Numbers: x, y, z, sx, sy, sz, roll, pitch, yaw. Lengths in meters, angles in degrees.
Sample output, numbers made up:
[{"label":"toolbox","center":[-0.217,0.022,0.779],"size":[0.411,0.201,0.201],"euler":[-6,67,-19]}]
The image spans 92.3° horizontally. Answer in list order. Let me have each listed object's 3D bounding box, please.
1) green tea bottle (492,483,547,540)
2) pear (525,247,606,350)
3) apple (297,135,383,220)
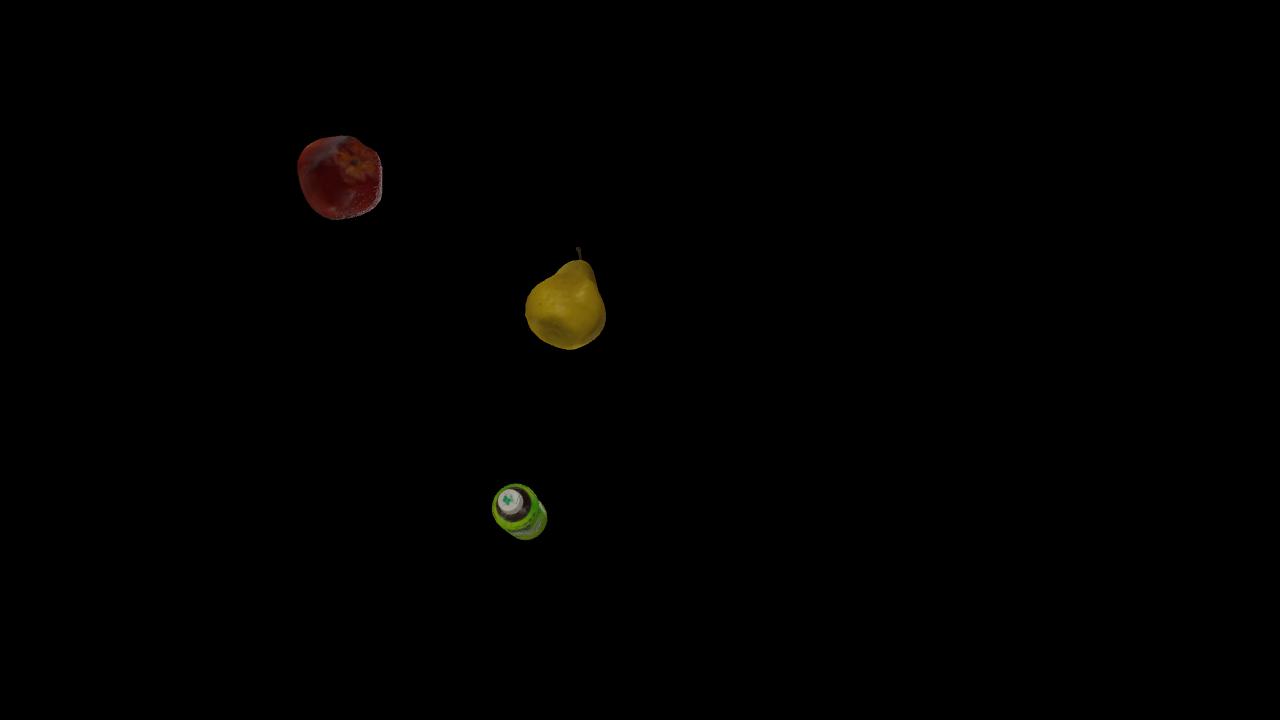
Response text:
[{"label":"green tea bottle","center":[-0.183,0.230,0.935],"size":[0.073,0.073,0.212],"euler":[0,-21,-5]},{"label":"pear","center":[-0.066,-0.066,0.622],"size":[0.080,0.111,0.080],"euler":[16,-33,11]},{"label":"apple","center":[-0.291,-0.177,0.600],"size":[0.079,0.079,0.093],"euler":[0,-4,-45]}]
